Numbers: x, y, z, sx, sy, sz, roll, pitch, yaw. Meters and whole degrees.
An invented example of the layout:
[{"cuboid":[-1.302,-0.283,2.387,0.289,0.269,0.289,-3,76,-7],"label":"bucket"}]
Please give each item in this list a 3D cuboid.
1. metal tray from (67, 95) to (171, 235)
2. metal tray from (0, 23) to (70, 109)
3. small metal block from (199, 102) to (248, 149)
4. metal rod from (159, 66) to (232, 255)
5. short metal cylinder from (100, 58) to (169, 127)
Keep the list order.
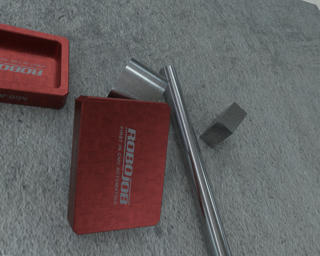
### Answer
[{"cuboid":[-0.041,0.035,0.313,0.091,0.030,0.129,2,96,-27],"label":"metal tray"},{"cuboid":[-0.173,-0.074,0.352,0.131,0.030,0.090,6,59,-25],"label":"metal tray"},{"cuboid":[0.090,-0.003,0.440,0.025,0.050,0.050,44,51,2],"label":"small metal block"},{"cuboid":[0.044,0.047,0.400,0.025,0.025,0.299,0,62,-29],"label":"metal rod"},{"cuboid":[-0.032,-0.038,0.376,0.050,0.080,0.080,32,52,-8],"label":"short metal cylinder"}]
